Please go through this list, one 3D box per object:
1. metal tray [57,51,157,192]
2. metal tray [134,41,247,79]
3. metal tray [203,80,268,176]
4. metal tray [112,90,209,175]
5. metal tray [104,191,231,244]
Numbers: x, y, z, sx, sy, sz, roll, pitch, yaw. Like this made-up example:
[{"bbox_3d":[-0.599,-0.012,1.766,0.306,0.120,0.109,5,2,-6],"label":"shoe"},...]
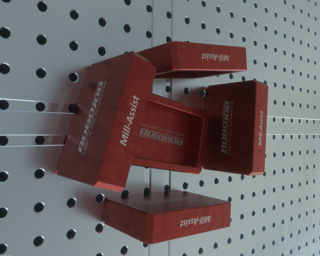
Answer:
[{"bbox_3d":[-0.057,-0.007,0.318,0.030,0.090,0.130,23,75,-37],"label":"metal tray"},{"bbox_3d":[0.036,-0.083,0.395,0.131,0.090,0.030,-8,96,-39],"label":"metal tray"},{"bbox_3d":[0.108,0.000,0.456,0.030,0.090,0.129,6,86,-40],"label":"metal tray"},{"bbox_3d":[0.006,0.009,0.409,0.131,0.030,0.090,14,81,-39],"label":"metal tray"},{"bbox_3d":[0.011,0.102,0.376,0.131,0.090,0.030,5,87,-39],"label":"metal tray"}]
